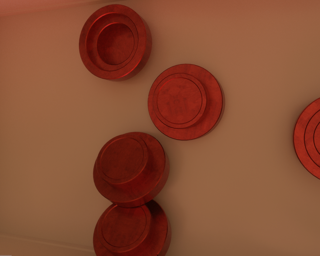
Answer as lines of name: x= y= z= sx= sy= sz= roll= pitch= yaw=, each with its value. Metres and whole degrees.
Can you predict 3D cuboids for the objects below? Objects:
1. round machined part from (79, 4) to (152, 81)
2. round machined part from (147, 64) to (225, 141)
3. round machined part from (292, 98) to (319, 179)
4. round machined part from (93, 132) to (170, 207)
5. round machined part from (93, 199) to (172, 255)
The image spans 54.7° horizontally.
round machined part: x=-0.056 y=-0.112 z=0.420 sx=0.098 sy=0.042 sz=0.097 roll=0 pitch=90 yaw=19
round machined part: x=0.030 y=-0.033 z=0.390 sx=0.098 sy=0.042 sz=0.097 roll=0 pitch=90 yaw=19
round machined part: x=0.195 y=0.011 z=0.333 sx=0.098 sy=0.042 sz=0.097 roll=0 pitch=90 yaw=19
round machined part: x=-0.040 y=0.046 z=0.392 sx=0.098 sy=0.042 sz=0.098 roll=-9 pitch=56 yaw=14
round machined part: x=-0.038 y=0.128 z=0.387 sx=0.098 sy=0.042 sz=0.098 roll=-10 pitch=48 yaw=11
